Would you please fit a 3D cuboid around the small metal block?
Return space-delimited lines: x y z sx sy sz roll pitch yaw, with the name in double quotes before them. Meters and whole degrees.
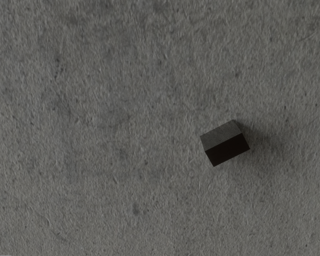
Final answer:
"small metal block" 0.083 0.019 0.404 0.050 0.050 0.025 -28 108 10
